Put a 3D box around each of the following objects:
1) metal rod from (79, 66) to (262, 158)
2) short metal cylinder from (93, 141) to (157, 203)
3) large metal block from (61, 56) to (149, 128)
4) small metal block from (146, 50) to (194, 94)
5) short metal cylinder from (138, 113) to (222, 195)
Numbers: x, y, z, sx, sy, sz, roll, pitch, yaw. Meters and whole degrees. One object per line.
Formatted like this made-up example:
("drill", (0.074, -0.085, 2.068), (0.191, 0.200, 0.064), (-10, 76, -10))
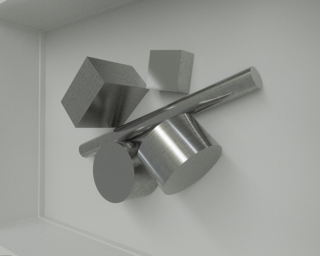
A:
("metal rod", (-0.010, -0.008, 0.412), (0.299, 0.025, 0.025), (-22, 76, 37))
("short metal cylinder", (-0.046, 0.058, 0.424), (0.080, 0.050, 0.079), (0, 90, 39))
("large metal block", (-0.076, -0.046, 0.430), (0.080, 0.081, 0.050), (-51, 61, 28))
("small metal block", (0.012, -0.072, 0.393), (0.050, 0.025, 0.050), (11, 97, 39))
("short metal cylinder", (0.022, 0.030, 0.349), (0.050, 0.081, 0.080), (50, 119, 28))
